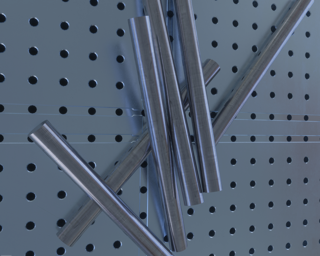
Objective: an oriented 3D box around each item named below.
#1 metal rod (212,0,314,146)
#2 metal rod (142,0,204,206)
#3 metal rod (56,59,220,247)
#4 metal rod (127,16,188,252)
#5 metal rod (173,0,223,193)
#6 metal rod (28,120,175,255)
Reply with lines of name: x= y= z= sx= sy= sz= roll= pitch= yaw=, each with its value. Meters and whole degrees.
metal rod: x=0.148 y=-0.089 z=0.466 sx=0.025 sy=0.025 sz=0.300 roll=40 pitch=77 yaw=-16
metal rod: x=0.012 y=-0.053 z=0.394 sx=0.025 sy=0.025 sz=0.299 roll=-10 pitch=85 yaw=-20
metal rod: x=-0.019 y=0.022 z=0.405 sx=0.025 sy=0.025 sz=0.300 roll=44 pitch=76 yaw=-15
metal rod: x=0.001 y=0.019 z=0.385 sx=0.025 sy=0.025 sz=0.298 roll=-15 pitch=105 yaw=-19
metal rod: x=0.045 y=-0.068 z=0.404 sx=0.025 sy=0.025 sz=0.299 roll=-6 pitch=83 yaw=-20
metal rod: x=-0.041 y=0.110 z=0.374 sx=0.025 sy=0.025 sz=0.300 roll=-43 pitch=112 yaw=-15
